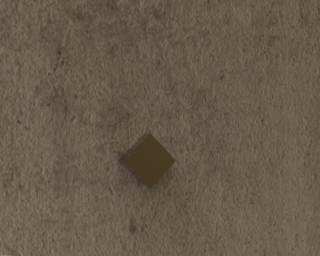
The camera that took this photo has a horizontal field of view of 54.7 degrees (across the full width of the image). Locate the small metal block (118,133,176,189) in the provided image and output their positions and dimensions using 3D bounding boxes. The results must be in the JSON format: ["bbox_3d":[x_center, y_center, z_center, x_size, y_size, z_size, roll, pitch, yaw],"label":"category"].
[{"bbox_3d":[-0.017,0.042,0.404,0.050,0.025,0.050,-46,105,-14],"label":"small metal block"}]
